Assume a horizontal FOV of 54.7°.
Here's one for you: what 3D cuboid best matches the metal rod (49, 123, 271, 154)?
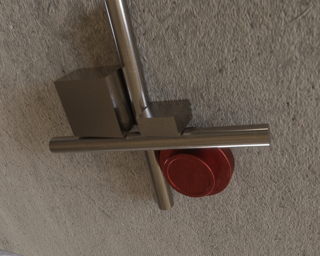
[{"bbox_3d":[-0.019,0.016,0.395,0.301,0.025,0.025,-4,117,25],"label":"metal rod"}]

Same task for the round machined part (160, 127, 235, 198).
[{"bbox_3d":[0.044,0.051,0.404,0.098,0.042,0.097,13,124,20],"label":"round machined part"}]

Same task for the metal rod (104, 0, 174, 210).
[{"bbox_3d":[-0.021,-0.013,0.409,0.025,0.025,0.298,1,119,27],"label":"metal rod"}]

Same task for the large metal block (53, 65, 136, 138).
[{"bbox_3d":[-0.080,-0.035,0.410,0.080,0.050,0.079,1,119,27],"label":"large metal block"}]

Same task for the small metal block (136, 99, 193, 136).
[{"bbox_3d":[0.007,-0.013,0.379,0.050,0.050,0.025,-1,118,28],"label":"small metal block"}]
